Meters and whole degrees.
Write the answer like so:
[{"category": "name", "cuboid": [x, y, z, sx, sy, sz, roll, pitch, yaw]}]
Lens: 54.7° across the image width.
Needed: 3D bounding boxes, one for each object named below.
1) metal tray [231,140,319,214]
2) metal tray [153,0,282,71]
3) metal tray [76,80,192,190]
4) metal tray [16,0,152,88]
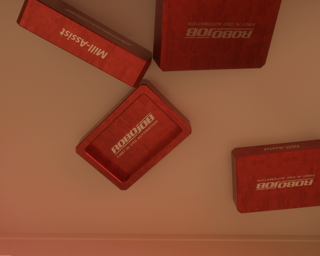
[{"category": "metal tray", "cuboid": [0.170, 0.069, 0.435, 0.131, 0.030, 0.089, -6, 110, 2]}, {"category": "metal tray", "cuboid": [0.061, -0.112, 0.341, 0.131, 0.030, 0.089, -5, 123, -15]}, {"category": "metal tray", "cuboid": [-0.035, 0.011, 0.412, 0.130, 0.030, 0.090, -43, 105, 14]}, {"category": "metal tray", "cuboid": [-0.073, -0.096, 0.340, 0.131, 0.090, 0.030, 28, 108, -10]}]
